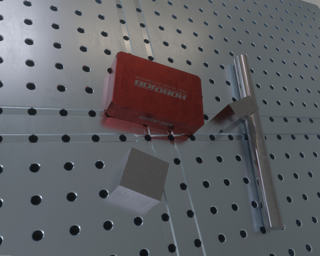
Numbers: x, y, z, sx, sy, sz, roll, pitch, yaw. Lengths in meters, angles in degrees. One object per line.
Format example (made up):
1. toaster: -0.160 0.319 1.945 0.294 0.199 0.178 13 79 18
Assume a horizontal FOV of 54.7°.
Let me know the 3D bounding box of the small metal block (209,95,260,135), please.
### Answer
1. small metal block: 0.111 -0.019 0.463 0.050 0.050 0.025 -22 74 -36

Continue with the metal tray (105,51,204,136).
1. metal tray: -0.004 -0.047 0.431 0.131 0.030 0.090 14 56 -21

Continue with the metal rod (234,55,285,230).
1. metal rod: 0.149 0.004 0.485 0.025 0.025 0.299 13 56 -21

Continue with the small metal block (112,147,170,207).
1. small metal block: -0.021 0.058 0.361 0.050 0.025 0.050 25 53 -13
